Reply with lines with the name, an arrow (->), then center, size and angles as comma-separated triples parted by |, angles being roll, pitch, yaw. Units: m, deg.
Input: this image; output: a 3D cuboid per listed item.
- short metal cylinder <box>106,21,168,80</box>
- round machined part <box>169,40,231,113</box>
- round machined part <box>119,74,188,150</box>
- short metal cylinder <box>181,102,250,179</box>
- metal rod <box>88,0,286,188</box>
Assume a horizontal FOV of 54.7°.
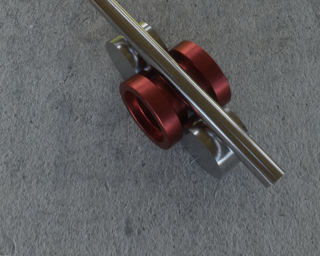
short metal cylinder -> -0.028, -0.094, 0.414 | 0.050, 0.080, 0.080 | -37, 75, -13
round machined part -> 0.040, -0.057, 0.392 | 0.042, 0.098, 0.098 | -39, 75, -8
round machined part -> -0.003, -0.025, 0.378 | 0.042, 0.098, 0.098 | -37, 74, -16
short metal cylinder -> 0.065, 0.014, 0.375 | 0.050, 0.080, 0.080 | -37, 75, -13
metal rod -> 0.018, -0.056, 0.346 | 0.025, 0.025, 0.300 | -38, 75, -13
